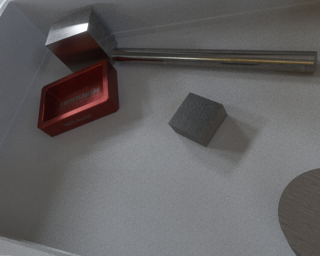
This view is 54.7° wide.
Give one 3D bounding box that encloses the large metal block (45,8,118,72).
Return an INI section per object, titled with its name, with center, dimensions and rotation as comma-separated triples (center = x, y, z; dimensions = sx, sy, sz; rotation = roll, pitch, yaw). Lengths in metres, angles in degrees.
[large metal block]
center = -0.129, -0.142, 0.523
dimensions = 0.080, 0.080, 0.050
rotation = -12, 57, 21

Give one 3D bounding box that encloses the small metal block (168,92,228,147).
[small metal block]
center = 0.047, -0.011, 0.387
dimensions = 0.050, 0.025, 0.050
rotation = 27, 76, 36

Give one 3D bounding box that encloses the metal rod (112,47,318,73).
[metal rod]
center = 0.054, -0.099, 0.436
dimensions = 0.300, 0.025, 0.025
rotation = 10, 67, 32

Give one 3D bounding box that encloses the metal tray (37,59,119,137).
[metal tray]
center = -0.132, -0.048, 0.498
dimensions = 0.130, 0.030, 0.090
rotation = -20, 54, 16

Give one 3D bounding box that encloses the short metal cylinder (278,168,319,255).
[short metal cylinder]
center = 0.146, 0.080, 0.264
dimensions = 0.080, 0.050, 0.080
rotation = -13, 56, 20
